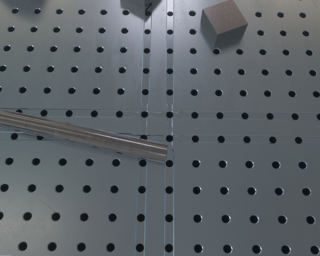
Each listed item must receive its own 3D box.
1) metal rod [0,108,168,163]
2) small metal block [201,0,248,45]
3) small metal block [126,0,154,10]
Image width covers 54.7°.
[{"bbox_3d":[-0.139,0.002,0.409,0.302,0.025,0.025,12,71,4],"label":"metal rod"},{"bbox_3d":[0.097,-0.162,0.472,0.050,0.025,0.050,-21,72,-8],"label":"small metal block"},{"bbox_3d":[-0.031,-0.224,0.493,0.050,0.025,0.050,32,73,11],"label":"small metal block"}]
